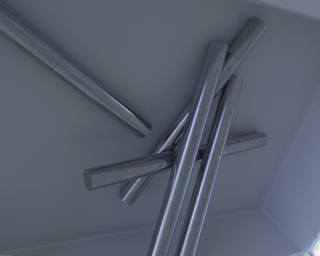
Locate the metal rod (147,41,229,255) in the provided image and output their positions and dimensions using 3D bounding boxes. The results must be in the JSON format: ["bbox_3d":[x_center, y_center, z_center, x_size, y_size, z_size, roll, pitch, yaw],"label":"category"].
[{"bbox_3d":[0.032,0.039,0.387,0.025,0.025,0.298,16,90,-35],"label":"metal rod"}]

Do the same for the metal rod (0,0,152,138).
[{"bbox_3d":[-0.110,-0.072,0.303,0.025,0.025,0.301,-47,129,4],"label":"metal rod"}]

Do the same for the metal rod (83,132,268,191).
[{"bbox_3d":[0.044,0.038,0.428,0.303,0.025,0.025,-9,123,-34],"label":"metal rod"}]

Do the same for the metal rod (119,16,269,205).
[{"bbox_3d":[0.040,-0.016,0.419,0.025,0.025,0.299,29,102,-38],"label":"metal rod"}]

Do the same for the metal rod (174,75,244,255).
[{"bbox_3d":[0.060,0.073,0.412,0.025,0.025,0.299,20,84,-36],"label":"metal rod"}]
